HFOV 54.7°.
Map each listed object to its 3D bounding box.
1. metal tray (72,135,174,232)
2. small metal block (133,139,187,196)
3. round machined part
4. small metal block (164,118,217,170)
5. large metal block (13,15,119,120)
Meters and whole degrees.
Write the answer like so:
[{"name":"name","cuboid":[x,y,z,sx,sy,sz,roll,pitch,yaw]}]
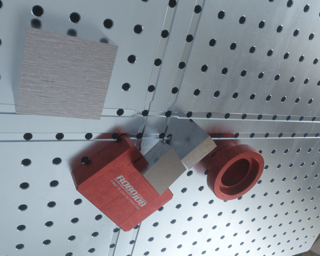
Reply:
[{"name":"metal tray","cuboid":[-0.047,0.082,0.434,0.090,0.030,0.130,-37,130,-4]},{"name":"small metal block","cuboid":[0.001,0.052,0.408,0.050,0.025,0.050,-43,130,-12]},{"name":"round machined part","cuboid":[0.118,0.068,0.509,0.099,0.042,0.097,-14,125,-21]},{"name":"small metal block","cuboid":[0.042,0.022,0.433,0.050,0.050,0.025,-40,130,-1]},{"name":"large metal block","cuboid":[-0.096,-0.057,0.308,0.081,0.050,0.079,4,116,-31]}]
